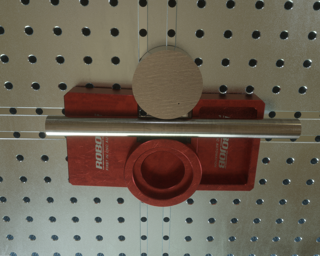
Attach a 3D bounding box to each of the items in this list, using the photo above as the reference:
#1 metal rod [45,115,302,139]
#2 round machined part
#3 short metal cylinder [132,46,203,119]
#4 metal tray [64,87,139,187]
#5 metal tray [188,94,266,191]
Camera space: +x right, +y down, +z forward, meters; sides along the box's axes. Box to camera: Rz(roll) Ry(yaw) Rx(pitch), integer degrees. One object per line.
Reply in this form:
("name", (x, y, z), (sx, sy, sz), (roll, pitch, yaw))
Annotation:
("metal rod", (0.017, -0.001, 0.377), (0.302, 0.025, 0.025), (1, 110, -1))
("round machined part", (0.004, 0.051, 0.409), (0.099, 0.042, 0.097), (0, 110, 0))
("short metal cylinder", (0.009, -0.056, 0.375), (0.081, 0.050, 0.079), (0, 110, 0))
("metal tray", (-0.074, 0.014, 0.410), (0.091, 0.030, 0.129), (2, 110, -1))
("metal tray", (0.084, 0.021, 0.415), (0.091, 0.030, 0.129), (1, 110, -1))
